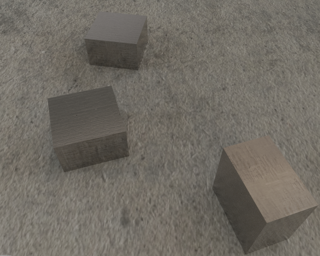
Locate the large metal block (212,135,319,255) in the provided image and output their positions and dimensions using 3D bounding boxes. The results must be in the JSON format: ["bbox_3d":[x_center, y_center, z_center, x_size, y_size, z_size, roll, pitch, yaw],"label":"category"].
[{"bbox_3d":[0.098,0.068,0.312,0.050,0.080,0.080,-14,52,-12],"label":"large metal block"}]

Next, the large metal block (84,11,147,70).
[{"bbox_3d":[-0.068,-0.144,0.507,0.080,0.050,0.080,7,50,6],"label":"large metal block"}]

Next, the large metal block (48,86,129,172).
[{"bbox_3d":[-0.089,-0.001,0.386,0.081,0.050,0.080,-13,51,-11],"label":"large metal block"}]
